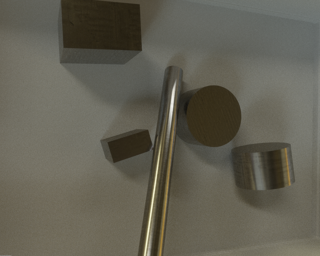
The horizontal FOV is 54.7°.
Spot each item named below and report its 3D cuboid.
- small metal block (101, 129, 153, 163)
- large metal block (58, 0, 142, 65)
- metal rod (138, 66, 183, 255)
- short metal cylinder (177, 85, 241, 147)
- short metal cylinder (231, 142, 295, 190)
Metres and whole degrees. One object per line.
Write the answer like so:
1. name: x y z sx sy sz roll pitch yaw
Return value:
1. small metal block: -0.042 0.021 0.383 0.050 0.050 0.025 -18 96 -19
2. large metal block: -0.072 -0.106 0.355 0.081 0.080 0.050 -3 91 -20
3. metal rod: 0.001 0.053 0.348 0.025 0.025 0.299 19 59 -19
4. short metal cylinder: 0.062 -0.015 0.421 0.081 0.050 0.079 0 90 -21
5. short metal cylinder: 0.144 0.052 0.436 0.081 0.080 0.050 -9 94 -20
